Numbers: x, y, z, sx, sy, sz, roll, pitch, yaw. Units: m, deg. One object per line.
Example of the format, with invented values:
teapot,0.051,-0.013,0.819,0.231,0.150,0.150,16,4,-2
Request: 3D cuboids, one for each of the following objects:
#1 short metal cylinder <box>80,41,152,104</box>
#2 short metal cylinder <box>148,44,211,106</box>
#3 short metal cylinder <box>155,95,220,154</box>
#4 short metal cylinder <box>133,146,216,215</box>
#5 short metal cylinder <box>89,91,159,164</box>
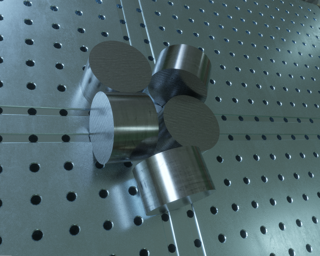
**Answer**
short metal cylinder,-0.057,-0.065,0.400,0.081,0.050,0.080,13,57,-20
short metal cylinder,0.028,-0.068,0.429,0.080,0.080,0.050,25,52,-13
short metal cylinder,0.030,0.004,0.405,0.081,0.050,0.080,14,56,-21
short metal cylinder,0.015,0.059,0.344,0.081,0.080,0.050,-7,66,-31
short metal cylinder,-0.043,-0.001,0.351,0.050,0.080,0.080,-2,63,-30
